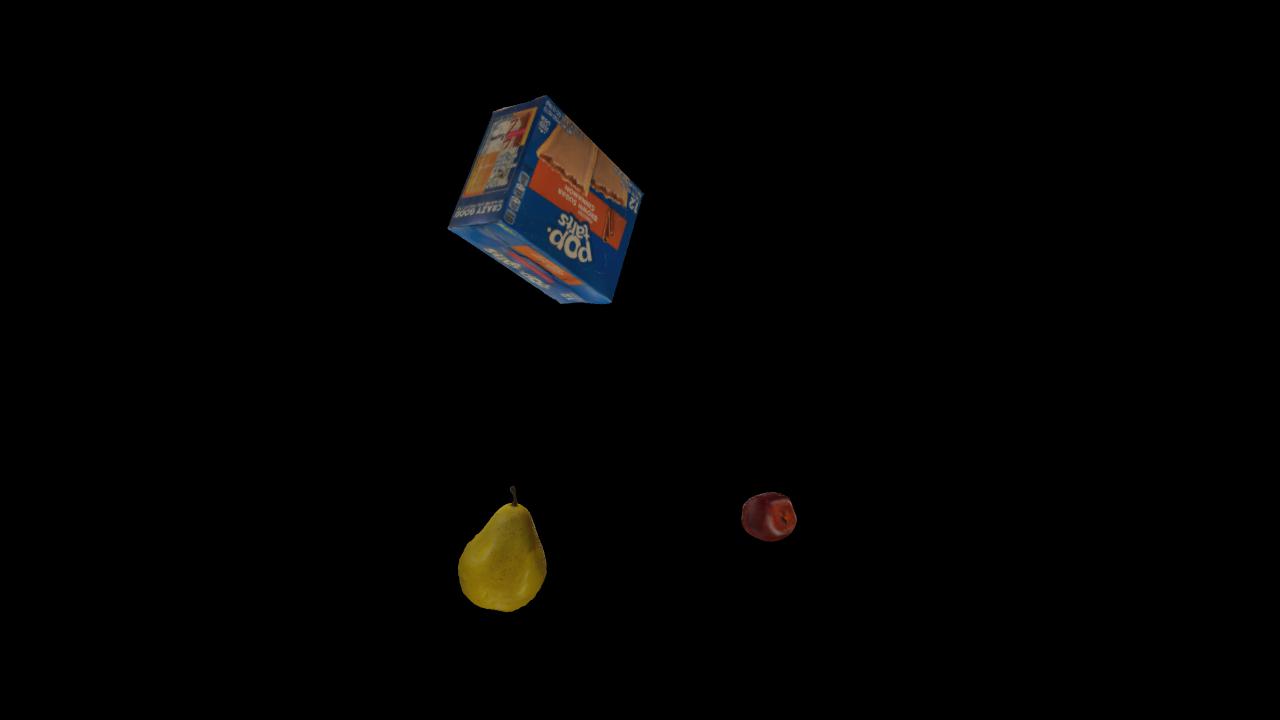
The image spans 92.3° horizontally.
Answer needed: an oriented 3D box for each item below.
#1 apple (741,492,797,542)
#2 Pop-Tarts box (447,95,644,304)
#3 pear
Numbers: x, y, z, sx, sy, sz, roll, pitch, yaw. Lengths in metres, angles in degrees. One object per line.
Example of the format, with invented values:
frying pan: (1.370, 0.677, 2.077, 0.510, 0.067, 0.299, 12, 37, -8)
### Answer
apple: (0.198, 0.244, 0.953, 0.079, 0.079, 0.093, 0, -8, -27)
Pop-Tarts box: (-0.089, -0.157, 0.642, 0.083, 0.141, 0.167, 3, -20, 39)
pear: (-0.118, 0.170, 0.566, 0.080, 0.111, 0.080, 20, 3, -1)
